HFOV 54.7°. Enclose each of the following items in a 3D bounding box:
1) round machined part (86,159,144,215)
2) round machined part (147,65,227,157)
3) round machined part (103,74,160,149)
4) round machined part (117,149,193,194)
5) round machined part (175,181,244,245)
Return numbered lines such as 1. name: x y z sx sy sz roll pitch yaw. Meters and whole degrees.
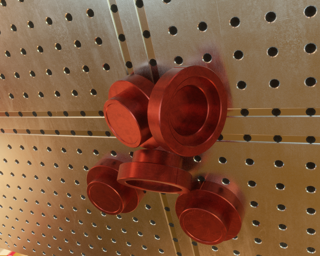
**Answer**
1. round machined part: -0.079 0.102 0.503 0.098 0.042 0.097 13 124 20
2. round machined part: 0.026 -0.020 0.344 0.042 0.099 0.097 14 129 52
3. round machined part: -0.033 -0.014 0.388 0.098 0.042 0.097 30 139 31
4. round machined part: -0.005 0.058 0.417 0.099 0.042 0.098 7 160 3
5. round machined part: 0.067 0.127 0.443 0.098 0.042 0.097 13 124 20
